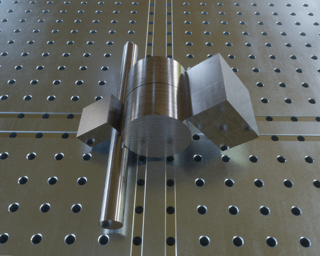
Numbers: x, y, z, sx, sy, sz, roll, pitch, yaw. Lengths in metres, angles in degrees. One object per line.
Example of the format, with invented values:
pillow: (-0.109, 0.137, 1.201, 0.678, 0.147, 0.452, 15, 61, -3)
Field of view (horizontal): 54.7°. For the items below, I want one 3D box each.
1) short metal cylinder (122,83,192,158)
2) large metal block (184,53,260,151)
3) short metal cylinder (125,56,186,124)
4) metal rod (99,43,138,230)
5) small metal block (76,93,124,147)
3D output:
short metal cylinder: (-0.004, -0.007, 0.373, 0.081, 0.080, 0.050, 0, 50, 0)
large metal block: (0.075, -0.031, 0.384, 0.050, 0.080, 0.080, -26, 44, 29)
short metal cylinder: (-0.003, -0.046, 0.405, 0.081, 0.080, 0.050, 0, 50, 0)
metal rod: (-0.049, -0.015, 0.414, 0.025, 0.025, 0.300, 0, 50, 0)
small metal block: (-0.075, -0.010, 0.396, 0.050, 0.025, 0.050, -24, 44, 26)
